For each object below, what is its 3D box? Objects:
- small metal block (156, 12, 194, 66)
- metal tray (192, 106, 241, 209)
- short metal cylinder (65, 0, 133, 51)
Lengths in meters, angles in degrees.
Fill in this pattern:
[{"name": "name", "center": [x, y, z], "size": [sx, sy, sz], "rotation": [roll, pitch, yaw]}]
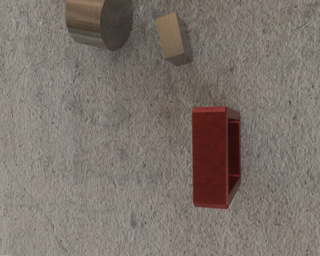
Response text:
[{"name": "small metal block", "center": [0.020, -0.109, 0.388], "size": [0.025, 0.050, 0.050], "rotation": [-13, 86, 19]}, {"name": "metal tray", "center": [0.065, 0.026, 0.330], "size": [0.030, 0.130, 0.089], "rotation": [-1, 90, 20]}, {"name": "short metal cylinder", "center": [-0.077, -0.146, 0.406], "size": [0.050, 0.080, 0.079], "rotation": [17, 96, 19]}]
